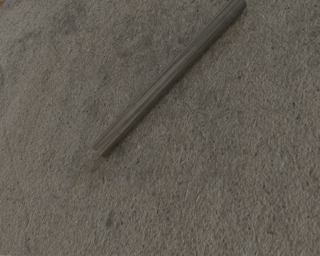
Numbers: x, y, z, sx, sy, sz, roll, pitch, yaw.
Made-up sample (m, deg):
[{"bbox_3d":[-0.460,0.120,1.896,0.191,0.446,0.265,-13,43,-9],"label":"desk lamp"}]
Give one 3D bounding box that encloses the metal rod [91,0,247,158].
[{"bbox_3d":[0.016,-0.076,0.443,0.300,0.025,0.025,-47,51,-5],"label":"metal rod"}]
